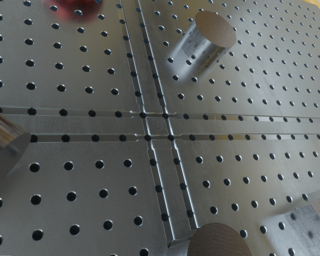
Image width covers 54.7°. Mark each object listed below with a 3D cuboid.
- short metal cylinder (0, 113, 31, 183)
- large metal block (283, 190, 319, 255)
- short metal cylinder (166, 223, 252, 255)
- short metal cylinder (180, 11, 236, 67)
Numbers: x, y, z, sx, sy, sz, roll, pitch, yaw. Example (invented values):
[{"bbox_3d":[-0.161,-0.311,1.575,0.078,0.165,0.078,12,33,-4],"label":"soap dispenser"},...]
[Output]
[{"bbox_3d":[-0.162,0.022,0.272,0.050,0.080,0.080,36,51,-4],"label":"short metal cylinder"},{"bbox_3d":[0.237,0.135,0.437,0.081,0.050,0.080,-18,71,-35],"label":"large metal block"},{"bbox_3d":[0.052,0.147,0.330,0.081,0.050,0.080,14,56,-21],"label":"short metal cylinder"},{"bbox_3d":[0.082,-0.152,0.529,0.081,0.050,0.080,14,56,-21],"label":"short metal cylinder"}]
